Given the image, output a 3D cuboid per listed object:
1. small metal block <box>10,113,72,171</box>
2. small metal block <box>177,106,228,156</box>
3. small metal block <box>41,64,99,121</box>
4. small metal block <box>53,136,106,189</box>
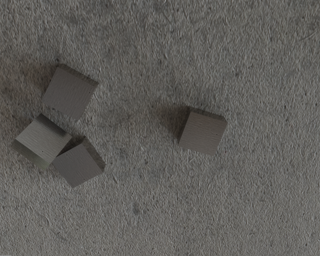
[{"bbox_3d":[-0.151,0.018,0.398,0.050,0.050,0.025,40,136,-13],"label":"small metal block"},{"bbox_3d":[0.055,0.004,0.412,0.050,0.025,0.050,17,109,-6],"label":"small metal block"},{"bbox_3d":[-0.113,-0.045,0.392,0.050,0.025,0.050,28,108,-10],"label":"small metal block"},{"bbox_3d":[-0.111,0.047,0.426,0.050,0.025,0.050,-28,108,9],"label":"small metal block"}]
